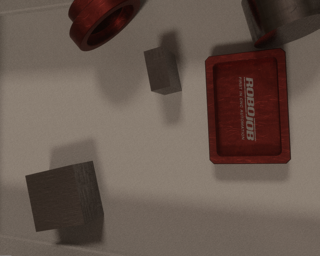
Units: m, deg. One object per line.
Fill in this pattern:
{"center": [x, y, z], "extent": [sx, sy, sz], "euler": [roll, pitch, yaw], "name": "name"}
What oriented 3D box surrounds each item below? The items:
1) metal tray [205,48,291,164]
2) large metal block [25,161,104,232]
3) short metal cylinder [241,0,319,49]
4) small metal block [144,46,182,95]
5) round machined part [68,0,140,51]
{"center": [0.104, -0.023, 0.370], "extent": [0.090, 0.030, 0.129], "euler": [-3, 89, 19], "name": "metal tray"}
{"center": [-0.136, 0.096, 0.444], "extent": [0.080, 0.050, 0.080], "euler": [-14, 85, 19], "name": "large metal block"}
{"center": [0.135, -0.126, 0.334], "extent": [0.080, 0.080, 0.050], "euler": [-17, 85, 19], "name": "short metal cylinder"}
{"center": [0.005, -0.071, 0.395], "extent": [0.025, 0.050, 0.050], "euler": [-12, 86, 19], "name": "small metal block"}
{"center": [-0.076, -0.146, 0.394], "extent": [0.098, 0.098, 0.042], "euler": [-38, 93, 16], "name": "round machined part"}
